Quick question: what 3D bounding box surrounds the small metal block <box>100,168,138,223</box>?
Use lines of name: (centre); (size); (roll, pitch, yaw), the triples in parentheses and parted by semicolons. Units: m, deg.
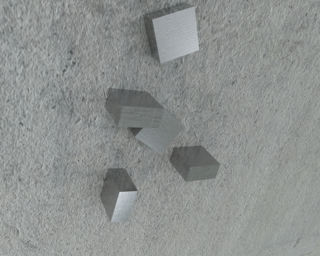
small metal block: (-0.056, 0.089, 0.415); (0.025, 0.050, 0.050); (4, 117, -30)

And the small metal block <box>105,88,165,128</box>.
small metal block: (-0.030, -0.023, 0.359); (0.050, 0.050, 0.025); (2, 118, -30)

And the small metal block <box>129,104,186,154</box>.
small metal block: (-0.004, -0.001, 0.404); (0.050, 0.025, 0.050); (-47, 129, 5)

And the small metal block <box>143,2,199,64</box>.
small metal block: (0.014, -0.107, 0.348); (0.050, 0.025, 0.050); (-23, 127, -15)

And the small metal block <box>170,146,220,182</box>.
small metal block: (0.050, 0.050, 0.449); (0.050, 0.050, 0.025); (-2, 119, -28)
